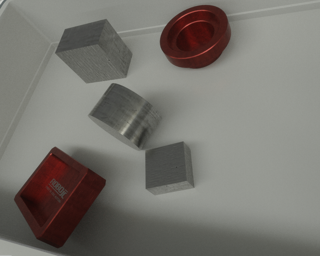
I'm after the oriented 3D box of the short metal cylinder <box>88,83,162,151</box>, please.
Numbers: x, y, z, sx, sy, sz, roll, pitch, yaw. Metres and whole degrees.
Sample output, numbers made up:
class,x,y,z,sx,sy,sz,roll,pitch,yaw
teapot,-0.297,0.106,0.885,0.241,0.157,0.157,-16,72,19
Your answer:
class,x,y,z,sx,sy,sz,roll,pitch,yaw
short metal cylinder,-0.045,-0.013,0.401,0.080,0.080,0.050,25,75,36

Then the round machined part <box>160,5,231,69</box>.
class,x,y,z,sx,sy,sz,roll,pitch,yaw
round machined part,0.053,-0.124,0.442,0.098,0.042,0.098,-13,56,20

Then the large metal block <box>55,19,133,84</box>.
class,x,y,z,sx,sy,sz,roll,pitch,yaw
large metal block,-0.103,-0.119,0.495,0.080,0.080,0.050,-3,60,26

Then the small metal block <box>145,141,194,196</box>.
class,x,y,z,sx,sy,sz,roll,pitch,yaw
small metal block,0.011,0.049,0.369,0.050,0.025,0.050,-15,56,19

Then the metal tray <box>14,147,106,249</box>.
class,x,y,z,sx,sy,sz,roll,pitch,yaw
metal tray,-0.131,0.080,0.393,0.130,0.030,0.090,15,66,53
